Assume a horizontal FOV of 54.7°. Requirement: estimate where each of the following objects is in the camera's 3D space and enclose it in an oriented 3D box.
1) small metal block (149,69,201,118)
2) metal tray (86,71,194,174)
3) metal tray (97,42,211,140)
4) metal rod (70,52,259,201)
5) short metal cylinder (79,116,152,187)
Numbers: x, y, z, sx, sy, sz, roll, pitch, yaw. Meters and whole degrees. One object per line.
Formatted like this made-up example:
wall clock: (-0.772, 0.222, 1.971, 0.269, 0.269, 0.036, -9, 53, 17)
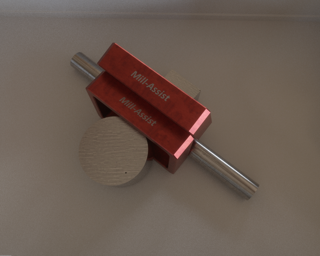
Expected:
small metal block: (0.019, -0.044, 0.424, 0.050, 0.025, 0.050, 39, 74, 12)
metal tray: (-0.024, -0.003, 0.375, 0.130, 0.090, 0.030, 37, 74, 12)
metal tray: (-0.002, -0.039, 0.361, 0.130, 0.090, 0.030, 37, 91, 12)
metal rod: (-0.002, -0.009, 0.413, 0.300, 0.025, 0.025, 37, 74, 12)
short metal cylinder: (-0.051, 0.031, 0.377, 0.080, 0.050, 0.080, -1, 77, 5)
